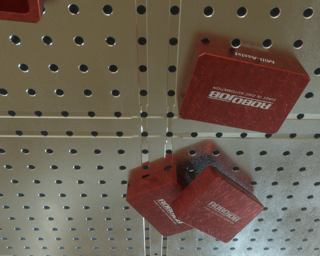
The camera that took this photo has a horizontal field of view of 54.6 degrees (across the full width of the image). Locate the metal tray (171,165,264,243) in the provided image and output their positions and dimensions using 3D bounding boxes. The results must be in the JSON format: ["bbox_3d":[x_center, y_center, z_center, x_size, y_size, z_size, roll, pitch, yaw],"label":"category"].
[{"bbox_3d":[0.092,0.123,0.488,0.130,0.030,0.090,35,103,-32],"label":"metal tray"}]

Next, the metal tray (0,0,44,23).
[{"bbox_3d":[-0.148,-0.151,0.249,0.091,0.030,0.129,2,145,-13],"label":"metal tray"}]

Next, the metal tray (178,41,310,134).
[{"bbox_3d":[0.095,-0.044,0.371,0.131,0.030,0.089,10,130,-9],"label":"metal tray"}]

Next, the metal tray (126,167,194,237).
[{"bbox_3d":[0.015,0.128,0.517,0.090,0.030,0.130,-23,127,18],"label":"metal tray"}]
